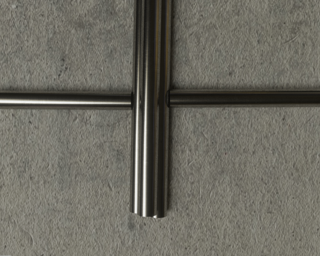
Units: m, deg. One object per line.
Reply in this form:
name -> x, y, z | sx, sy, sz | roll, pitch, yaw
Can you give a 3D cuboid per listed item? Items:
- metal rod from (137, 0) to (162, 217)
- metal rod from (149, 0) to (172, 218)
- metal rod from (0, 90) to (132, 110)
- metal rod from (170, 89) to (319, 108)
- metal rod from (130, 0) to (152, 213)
metal rod -> -0.013, -0.040, 0.391 | 0.025, 0.025, 0.298 | 1, 90, -1
metal rod -> 0.000, -0.033, 0.412 | 0.025, 0.025, 0.298 | 1, 90, -1
metal rod -> -0.188, -0.037, 0.408 | 0.302, 0.025, 0.025 | 0, 90, -1
metal rod -> 0.164, -0.040, 0.413 | 0.302, 0.025, 0.025 | 0, 90, -1
metal rod -> -0.025, -0.039, 0.411 | 0.025, 0.025, 0.298 | 1, 90, -1
